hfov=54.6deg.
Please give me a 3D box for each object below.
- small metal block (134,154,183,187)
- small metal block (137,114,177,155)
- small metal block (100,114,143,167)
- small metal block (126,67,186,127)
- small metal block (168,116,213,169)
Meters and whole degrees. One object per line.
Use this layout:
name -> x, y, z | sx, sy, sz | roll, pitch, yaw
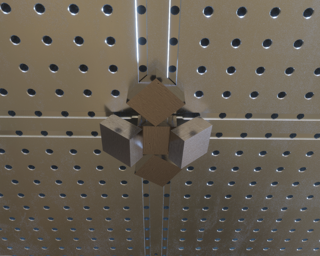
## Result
small metal block -> -0.002, 0.055, 0.457 | 0.050, 0.025, 0.050 | 28, 125, -20
small metal block -> -0.004, 0.009, 0.418 | 0.050, 0.025, 0.050 | 1, 129, -1
small metal block -> -0.050, 0.016, 0.408 | 0.050, 0.025, 0.050 | 27, 137, 25
small metal block -> -0.005, -0.037, 0.380 | 0.050, 0.025, 0.050 | -37, 121, 26
small metal block -> 0.039, 0.019, 0.410 | 0.050, 0.025, 0.050 | -27, 139, -31
